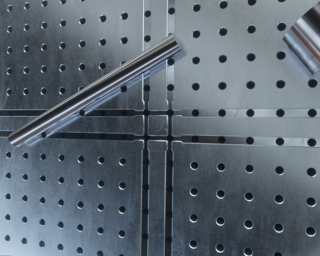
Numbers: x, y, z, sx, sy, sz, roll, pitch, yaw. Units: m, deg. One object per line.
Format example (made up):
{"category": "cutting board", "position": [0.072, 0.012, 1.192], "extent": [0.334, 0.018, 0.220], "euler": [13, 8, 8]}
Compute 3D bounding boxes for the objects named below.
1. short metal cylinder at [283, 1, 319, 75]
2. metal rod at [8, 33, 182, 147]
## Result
{"category": "short metal cylinder", "position": [0.178, -0.099, 0.320], "extent": [0.080, 0.080, 0.050], "euler": [-38, 78, 16]}
{"category": "metal rod", "position": [-0.104, -0.047, 0.449], "extent": [0.300, 0.025, 0.025], "euler": [-27, 81, 17]}
